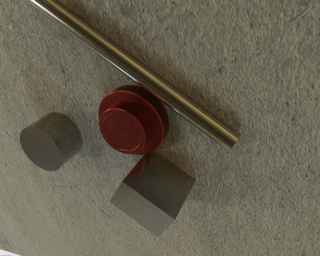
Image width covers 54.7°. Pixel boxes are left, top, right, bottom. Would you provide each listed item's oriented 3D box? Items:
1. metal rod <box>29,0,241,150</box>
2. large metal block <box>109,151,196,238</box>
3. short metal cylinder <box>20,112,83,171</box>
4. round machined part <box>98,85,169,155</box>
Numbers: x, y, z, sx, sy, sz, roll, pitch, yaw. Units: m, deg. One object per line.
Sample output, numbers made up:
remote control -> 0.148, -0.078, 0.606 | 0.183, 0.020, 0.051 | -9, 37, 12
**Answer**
metal rod -> -0.032, -0.073, 0.377 | 0.301, 0.025, 0.025 | 37, 129, 3
large metal block -> -0.008, 0.086, 0.428 | 0.080, 0.080, 0.050 | 36, 129, 4
short metal cylinder -> -0.172, 0.022, 0.492 | 0.080, 0.050, 0.079 | 13, 124, 20
round machined part -> -0.041, -0.004, 0.413 | 0.098, 0.042, 0.097 | 13, 124, 20
